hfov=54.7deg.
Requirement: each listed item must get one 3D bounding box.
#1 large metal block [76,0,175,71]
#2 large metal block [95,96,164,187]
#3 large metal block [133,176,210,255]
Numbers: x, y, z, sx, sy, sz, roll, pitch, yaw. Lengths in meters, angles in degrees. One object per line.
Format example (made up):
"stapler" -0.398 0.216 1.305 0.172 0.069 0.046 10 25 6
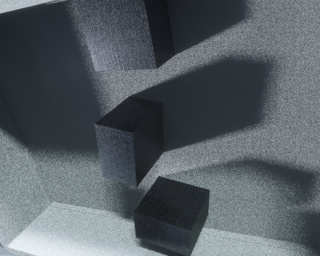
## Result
"large metal block" -0.035 -0.110 0.343 0.080 0.050 0.079 3 120 26
"large metal block" -0.035 0.015 0.401 0.050 0.080 0.079 13 124 21
"large metal block" 0.019 0.121 0.438 0.080 0.080 0.050 12 123 22
